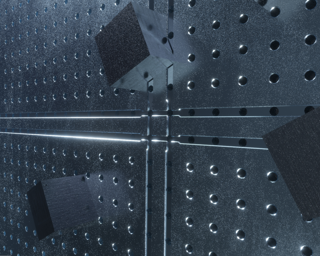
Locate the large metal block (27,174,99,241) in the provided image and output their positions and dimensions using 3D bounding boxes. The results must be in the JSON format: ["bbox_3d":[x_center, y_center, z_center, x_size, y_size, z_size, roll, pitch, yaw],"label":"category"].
[{"bbox_3d":[-0.158,0.127,0.506,0.050,0.081,0.080,-36,68,34],"label":"large metal block"}]

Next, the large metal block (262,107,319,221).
[{"bbox_3d":[0.151,0.024,0.269,0.080,0.050,0.080,-34,69,35],"label":"large metal block"}]

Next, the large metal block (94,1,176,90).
[{"bbox_3d":[-0.036,-0.108,0.424,0.080,0.050,0.080,-30,71,36],"label":"large metal block"}]

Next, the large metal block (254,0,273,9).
[{"bbox_3d":[0.099,-0.183,0.312,0.080,0.050,0.080,-50,60,28],"label":"large metal block"}]
